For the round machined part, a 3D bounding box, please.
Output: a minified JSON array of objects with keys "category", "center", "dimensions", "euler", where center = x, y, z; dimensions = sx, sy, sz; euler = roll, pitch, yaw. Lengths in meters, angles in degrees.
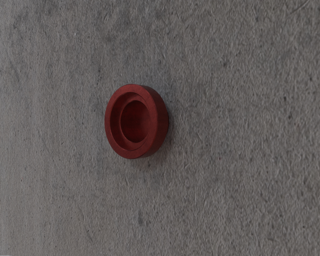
[{"category":"round machined part","center":[-0.027,-0.009,0.417],"dimensions":[0.098,0.042,0.097],"euler":[0,90,40]}]
